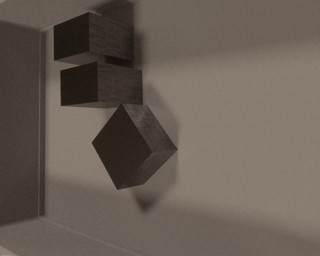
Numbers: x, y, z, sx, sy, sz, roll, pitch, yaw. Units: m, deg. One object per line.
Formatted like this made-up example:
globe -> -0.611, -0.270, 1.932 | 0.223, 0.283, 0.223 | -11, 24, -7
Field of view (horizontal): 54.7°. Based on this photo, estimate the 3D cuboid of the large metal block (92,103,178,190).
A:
large metal block -> -0.036, 0.024, 0.419 | 0.080, 0.050, 0.080 | -49, 62, 29

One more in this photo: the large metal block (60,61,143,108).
large metal block -> -0.082, -0.056, 0.436 | 0.080, 0.081, 0.050 | -2, 89, 39

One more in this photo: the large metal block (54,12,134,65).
large metal block -> -0.095, -0.121, 0.447 | 0.080, 0.081, 0.050 | -1, 89, 39
